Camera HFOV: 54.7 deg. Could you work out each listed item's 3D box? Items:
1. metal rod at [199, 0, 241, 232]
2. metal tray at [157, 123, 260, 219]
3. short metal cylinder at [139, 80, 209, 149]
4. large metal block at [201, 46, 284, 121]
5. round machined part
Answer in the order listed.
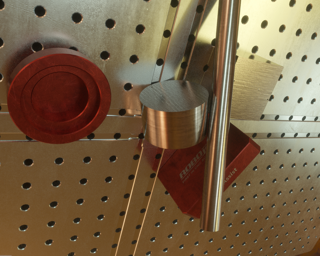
[{"bbox_3d":[0.072,-0.025,0.367,0.025,0.025,0.298,1,97,-29],"label":"metal rod"},{"bbox_3d":[0.063,0.049,0.433,0.030,0.090,0.130,35,99,-39],"label":"metal tray"},{"bbox_3d":[0.018,-0.018,0.374,0.081,0.080,0.050,-17,125,-19],"label":"short metal cylinder"},{"bbox_3d":[0.105,-0.059,0.416,0.081,0.050,0.079,4,117,-30],"label":"large metal block"},{"bbox_3d":[-0.104,-0.035,0.321,0.099,0.042,0.097,-14,124,-21],"label":"round machined part"}]
